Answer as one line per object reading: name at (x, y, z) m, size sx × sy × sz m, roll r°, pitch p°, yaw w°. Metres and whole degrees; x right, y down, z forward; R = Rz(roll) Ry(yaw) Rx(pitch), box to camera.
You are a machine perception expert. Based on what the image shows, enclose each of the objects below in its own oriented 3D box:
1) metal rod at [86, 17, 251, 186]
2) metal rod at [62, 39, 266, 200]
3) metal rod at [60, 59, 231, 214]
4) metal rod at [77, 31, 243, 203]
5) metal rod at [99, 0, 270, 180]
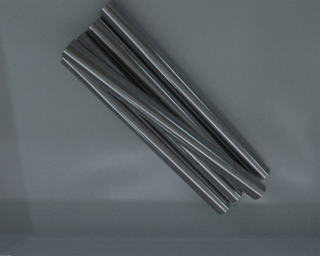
metal rod at (0.025, -0.020, 0.403) m, size 0.025 × 0.025 × 0.300 m, roll -41°, pitch 105°, yaw 14°
metal rod at (0.015, -0.002, 0.382) m, size 0.301 × 0.025 × 0.025 m, roll 37°, pitch 106°, yaw -13°
metal rod at (-0.009, 0.014, 0.415) m, size 0.025 × 0.025 × 0.300 m, roll -41°, pitch 105°, yaw 14°
metal rod at (0.006, -0.005, 0.408) m, size 0.025 × 0.025 × 0.300 m, roll -41°, pitch 105°, yaw 14°
metal rod at (0.041, -0.038, 0.396) m, size 0.025 × 0.025 × 0.300 m, roll -41°, pitch 105°, yaw 14°
